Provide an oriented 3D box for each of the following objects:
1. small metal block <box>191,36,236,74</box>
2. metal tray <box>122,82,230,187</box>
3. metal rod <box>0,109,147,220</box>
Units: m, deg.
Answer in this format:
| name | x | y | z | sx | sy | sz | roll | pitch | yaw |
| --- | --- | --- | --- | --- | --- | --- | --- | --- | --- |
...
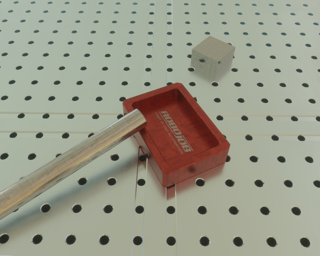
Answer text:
| name | x | y | z | sx | sy | sz | roll | pitch | yaw |
| --- | --- | --- | --- | --- | --- | --- | --- | --- | --- |
| small metal block | 0.087 | -0.121 | 0.510 | 0.050 | 0.025 | 0.050 | 33 | 57 | 24 |
| metal tray | 0.017 | 0.002 | 0.402 | 0.091 | 0.030 | 0.130 | -20 | 53 | -17 |
| metal rod | -0.143 | 0.066 | 0.330 | 0.302 | 0.025 | 0.025 | -33 | 58 | -18 |
